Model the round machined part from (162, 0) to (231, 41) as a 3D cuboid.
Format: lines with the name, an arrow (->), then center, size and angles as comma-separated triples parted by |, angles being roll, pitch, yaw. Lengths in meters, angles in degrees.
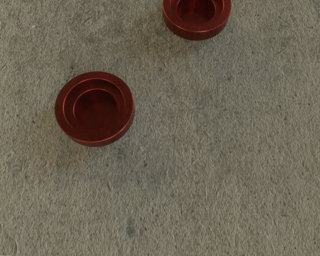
round machined part -> 0.053, -0.171, 0.462 | 0.099, 0.042, 0.098 | 0, 70, 0

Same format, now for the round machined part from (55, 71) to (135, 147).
round machined part -> -0.082, -0.021, 0.406 | 0.099, 0.042, 0.098 | 0, 70, 0
